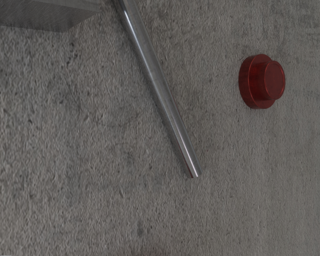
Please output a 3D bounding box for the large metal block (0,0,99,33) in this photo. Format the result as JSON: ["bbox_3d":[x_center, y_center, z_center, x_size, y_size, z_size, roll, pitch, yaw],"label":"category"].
[{"bbox_3d":[-0.112,-0.123,0.275,0.081,0.080,0.050,-6,94,-40],"label":"large metal block"}]

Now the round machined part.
[{"bbox_3d":[0.186,-0.083,0.549,0.099,0.042,0.097,0,90,-40],"label":"round machined part"}]

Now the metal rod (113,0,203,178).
[{"bbox_3d":[-0.006,-0.065,0.399,0.025,0.025,0.299,-36,112,-34],"label":"metal rod"}]
